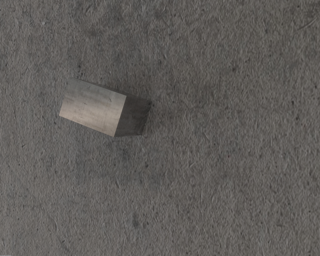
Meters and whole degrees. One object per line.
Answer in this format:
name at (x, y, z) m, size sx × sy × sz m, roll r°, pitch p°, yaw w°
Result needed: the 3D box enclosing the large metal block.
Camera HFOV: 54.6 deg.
large metal block at (-0.067, -0.026, 0.404) m, size 0.080 × 0.080 × 0.050 m, roll 20°, pitch 97°, yaw 19°
